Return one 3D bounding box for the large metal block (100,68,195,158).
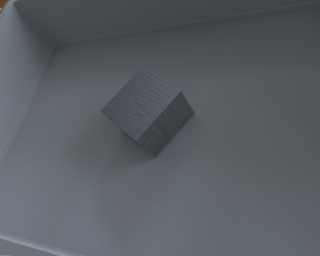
[{"bbox_3d":[-0.017,-0.021,0.408,0.080,0.050,0.080,-48,52,-7],"label":"large metal block"}]
